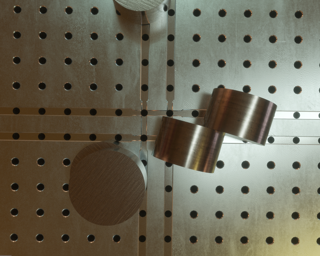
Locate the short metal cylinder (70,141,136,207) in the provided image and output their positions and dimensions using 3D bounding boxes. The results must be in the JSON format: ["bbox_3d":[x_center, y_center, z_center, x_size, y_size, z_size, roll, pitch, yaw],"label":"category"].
[{"bbox_3d":[-0.069,0.057,0.400,0.081,0.050,0.079,0,90,0],"label":"short metal cylinder"}]

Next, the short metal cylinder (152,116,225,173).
[{"bbox_3d":[0.035,0.020,0.386,0.080,0.080,0.050,16,90,0],"label":"short metal cylinder"}]

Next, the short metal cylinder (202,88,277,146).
[{"bbox_3d":[0.098,-0.013,0.387,0.080,0.080,0.050,17,90,0],"label":"short metal cylinder"}]

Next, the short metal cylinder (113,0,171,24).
[{"bbox_3d":[-0.025,-0.182,0.400,0.081,0.050,0.079,0,90,0],"label":"short metal cylinder"}]

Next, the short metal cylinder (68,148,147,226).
[{"bbox_3d":[-0.056,0.063,0.350,0.081,0.050,0.079,0,90,0],"label":"short metal cylinder"}]
